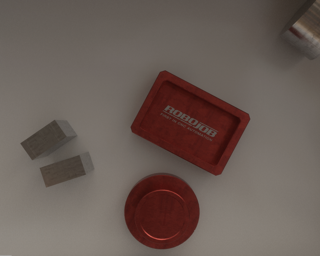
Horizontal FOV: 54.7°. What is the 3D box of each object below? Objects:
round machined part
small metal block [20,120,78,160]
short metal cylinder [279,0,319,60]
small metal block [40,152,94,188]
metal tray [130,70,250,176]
[{"bbox_3d":[0.003,0.110,0.403,0.099,0.042,0.097,0,90,-1],"label":"round machined part"},{"bbox_3d":[-0.140,0.014,0.397,0.050,0.050,0.025,-35,91,0],"label":"small metal block"},{"bbox_3d":[0.198,-0.132,0.387,0.050,0.080,0.080,39,90,-1],"label":"short metal cylinder"},{"bbox_3d":[-0.117,0.052,0.397,0.050,0.050,0.025,-18,90,0],"label":"small metal block"},{"bbox_3d":[0.039,-0.006,0.409,0.130,0.030,0.090,28,90,-1],"label":"metal tray"}]
